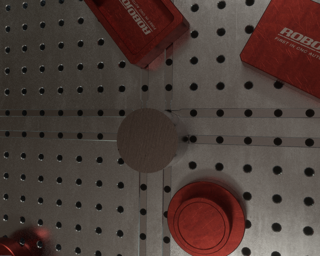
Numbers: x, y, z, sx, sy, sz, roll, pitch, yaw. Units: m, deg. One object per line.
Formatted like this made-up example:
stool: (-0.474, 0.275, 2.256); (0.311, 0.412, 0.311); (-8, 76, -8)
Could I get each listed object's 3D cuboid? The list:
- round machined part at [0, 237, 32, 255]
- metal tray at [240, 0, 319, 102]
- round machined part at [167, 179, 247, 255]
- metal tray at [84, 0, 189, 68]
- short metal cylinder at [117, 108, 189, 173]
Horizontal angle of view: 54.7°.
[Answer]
round machined part: (-0.241, 0.220, 0.486); (0.098, 0.042, 0.097); (0, 90, 19)
metal tray: (0.170, -0.087, 0.350); (0.130, 0.030, 0.090); (31, 100, 17)
round machined part: (0.055, 0.115, 0.384); (0.098, 0.042, 0.097); (0, 90, 19)
metal tray: (-0.034, -0.159, 0.420); (0.090, 0.030, 0.130); (-39, 78, 15)
short metal cylinder: (-0.008, 0.015, 0.401); (0.080, 0.050, 0.079); (0, 90, 19)
